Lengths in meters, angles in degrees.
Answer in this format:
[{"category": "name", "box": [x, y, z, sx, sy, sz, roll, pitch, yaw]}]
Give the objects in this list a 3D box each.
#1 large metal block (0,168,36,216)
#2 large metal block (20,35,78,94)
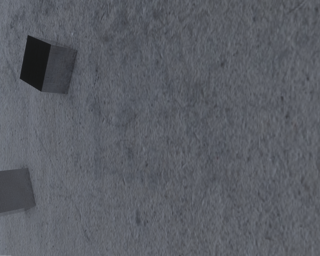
[{"category": "large metal block", "box": [-0.305, 0.130, 0.616, 0.050, 0.081, 0.080, -29, 72, 36]}, {"category": "large metal block", "box": [-0.199, -0.112, 0.549, 0.080, 0.050, 0.079, 27, 107, 36]}]
